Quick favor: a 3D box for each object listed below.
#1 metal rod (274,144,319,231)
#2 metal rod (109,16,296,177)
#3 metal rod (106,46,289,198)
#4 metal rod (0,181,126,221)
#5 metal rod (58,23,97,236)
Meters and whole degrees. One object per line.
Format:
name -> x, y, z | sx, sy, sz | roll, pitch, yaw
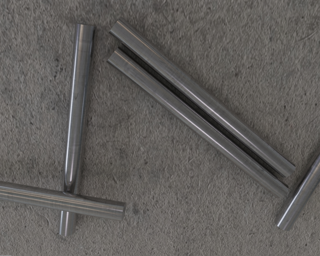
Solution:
metal rod -> 0.236, 0.015, 0.416 | 0.025, 0.025, 0.298 | 19, 109, -7
metal rod -> 0.063, -0.031, 0.398 | 0.301, 0.025, 0.025 | 38, 106, -13
metal rod -> 0.058, 0.000, 0.410 | 0.301, 0.025, 0.025 | 38, 106, -13
metal rod -> -0.197, 0.088, 0.421 | 0.302, 0.025, 0.025 | 9, 110, 4
metal rod -> -0.113, 0.016, 0.414 | 0.025, 0.025, 0.298 | 10, 110, -4
